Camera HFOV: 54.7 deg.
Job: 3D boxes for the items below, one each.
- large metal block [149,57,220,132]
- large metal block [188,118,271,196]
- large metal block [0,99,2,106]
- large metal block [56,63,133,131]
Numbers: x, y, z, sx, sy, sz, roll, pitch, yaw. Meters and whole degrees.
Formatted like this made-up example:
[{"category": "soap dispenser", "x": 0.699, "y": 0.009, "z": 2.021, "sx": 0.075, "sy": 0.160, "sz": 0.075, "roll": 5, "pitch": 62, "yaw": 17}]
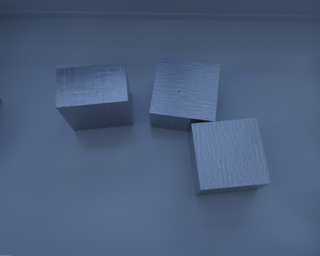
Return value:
[{"category": "large metal block", "x": 0.032, "y": -0.042, "z": 0.412, "sx": 0.080, "sy": 0.050, "sz": 0.080, "roll": 8, "pitch": 70, "yaw": 2}, {"category": "large metal block", "x": 0.081, "y": 0.037, "z": 0.384, "sx": 0.081, "sy": 0.050, "sz": 0.080, "roll": -5, "pitch": 70, "yaw": -2}, {"category": "large metal block", "x": -0.252, "y": -0.019, "z": 0.384, "sx": 0.050, "sy": 0.080, "sz": 0.080, "roll": 8, "pitch": 70, "yaw": 2}, {"category": "large metal block", "x": -0.079, "y": -0.037, "z": 0.393, "sx": 0.081, "sy": 0.080, "sz": 0.050, "roll": -6, "pitch": 70, "yaw": -3}]
